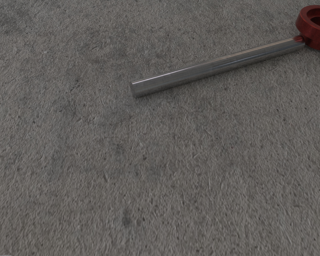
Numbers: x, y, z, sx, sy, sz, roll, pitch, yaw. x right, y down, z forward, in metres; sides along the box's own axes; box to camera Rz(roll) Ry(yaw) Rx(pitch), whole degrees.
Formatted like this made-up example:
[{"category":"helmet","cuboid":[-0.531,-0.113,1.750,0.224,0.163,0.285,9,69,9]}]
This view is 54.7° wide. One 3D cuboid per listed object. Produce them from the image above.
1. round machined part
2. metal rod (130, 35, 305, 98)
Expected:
[{"category":"round machined part","cuboid":[0.282,-0.168,0.532,0.099,0.042,0.098,3,48,-3]},{"category":"metal rod","cuboid":[0.099,-0.101,0.488,0.302,0.025,0.025,-18,53,-15]}]
